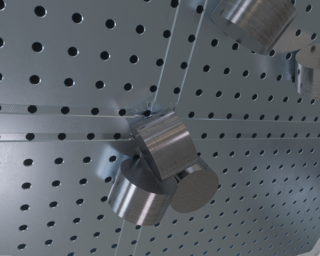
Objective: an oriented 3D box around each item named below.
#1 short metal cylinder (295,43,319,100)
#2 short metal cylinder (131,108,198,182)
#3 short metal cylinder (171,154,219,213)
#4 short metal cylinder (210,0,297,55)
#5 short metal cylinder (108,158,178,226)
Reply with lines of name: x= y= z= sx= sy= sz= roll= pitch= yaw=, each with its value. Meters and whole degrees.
short metal cylinder: x=0.243 y=-0.085 z=0.456 sx=0.080 sy=0.080 sz=0.050 roll=-26 pitch=128 yaw=-12
short metal cylinder: x=0.005 y=0.022 z=0.391 sx=0.050 sy=0.080 sz=0.080 roll=-27 pitch=128 yaw=-12
short metal cylinder: x=0.041 y=0.081 z=0.467 sx=0.081 sy=0.050 sz=0.079 roll=-14 pitch=124 yaw=-21
short metal cylinder: x=0.105 y=-0.127 z=0.354 sx=0.080 sy=0.080 sz=0.050 roll=27 pitch=103 yaw=-38
short metal cylinder: x=-0.023 y=0.083 z=0.414 sx=0.081 sy=0.080 sz=0.050 roll=10 pitch=113 yaw=-33
